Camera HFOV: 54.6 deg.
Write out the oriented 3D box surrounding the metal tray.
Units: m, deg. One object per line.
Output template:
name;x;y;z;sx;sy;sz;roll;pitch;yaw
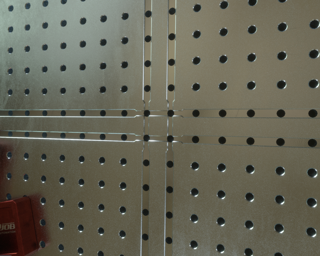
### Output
metal tray;-0.267;0.166;0.505;0.130;0.030;0.090;-12;86;19
